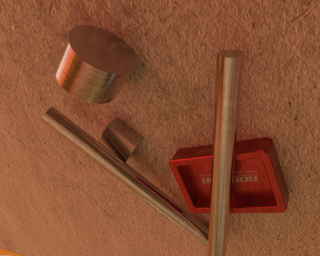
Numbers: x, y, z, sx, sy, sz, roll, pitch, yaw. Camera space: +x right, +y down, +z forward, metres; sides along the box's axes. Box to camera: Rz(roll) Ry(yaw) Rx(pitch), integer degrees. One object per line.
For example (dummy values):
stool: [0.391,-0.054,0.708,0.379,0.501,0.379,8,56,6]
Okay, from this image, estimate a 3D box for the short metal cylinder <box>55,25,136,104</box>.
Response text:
short metal cylinder: [-0.076,-0.075,0.365,0.080,0.080,0.050,40,129,1]

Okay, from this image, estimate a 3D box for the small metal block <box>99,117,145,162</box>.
small metal block: [-0.059,0.020,0.450,0.050,0.025,0.050,38,129,2]

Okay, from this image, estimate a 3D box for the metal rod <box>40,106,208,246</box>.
metal rod: [-0.039,0.074,0.445,0.300,0.025,0.025,39,130,-10]

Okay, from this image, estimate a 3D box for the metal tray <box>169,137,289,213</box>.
metal tray: [0.087,0.065,0.398,0.130,0.030,0.090,-11,113,32]

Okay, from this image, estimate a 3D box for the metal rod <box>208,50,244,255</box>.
metal rod: [0.073,0.059,0.364,0.025,0.025,0.298,11,123,22]
